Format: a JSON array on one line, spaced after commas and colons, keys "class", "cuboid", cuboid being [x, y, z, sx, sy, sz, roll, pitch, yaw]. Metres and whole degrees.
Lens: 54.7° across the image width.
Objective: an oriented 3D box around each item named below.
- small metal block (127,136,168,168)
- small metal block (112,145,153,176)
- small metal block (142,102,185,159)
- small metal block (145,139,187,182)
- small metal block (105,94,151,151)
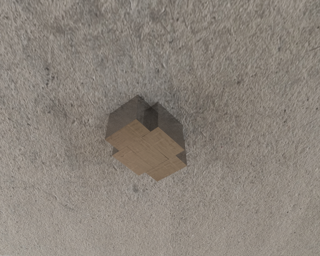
[{"class": "small metal block", "cuboid": [-0.015, 0.015, 0.404, 0.025, 0.050, 0.050, -32, 123, 24]}, {"class": "small metal block", "cuboid": [-0.035, 0.027, 0.414, 0.025, 0.050, 0.050, -32, 123, 24]}, {"class": "small metal block", "cuboid": [0.005, 0.003, 0.394, 0.025, 0.050, 0.050, -33, 123, 25]}, {"class": "small metal block", "cuboid": [0.008, 0.038, 0.424, 0.050, 0.050, 0.025, -32, 124, 24]}, {"class": "small metal block", "cuboid": [-0.039, -0.007, 0.385, 0.050, 0.050, 0.025, -32, 124, 24]}]
